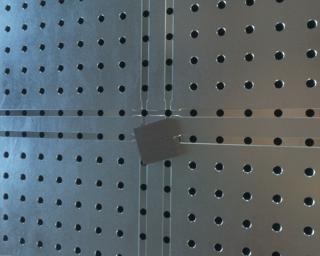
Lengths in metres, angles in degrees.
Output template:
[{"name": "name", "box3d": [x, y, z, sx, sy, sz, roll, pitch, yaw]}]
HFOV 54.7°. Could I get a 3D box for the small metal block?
[{"name": "small metal block", "box3d": [-0.002, 0.018, 0.413, 0.050, 0.025, 0.050, -17, 84, 18]}]
